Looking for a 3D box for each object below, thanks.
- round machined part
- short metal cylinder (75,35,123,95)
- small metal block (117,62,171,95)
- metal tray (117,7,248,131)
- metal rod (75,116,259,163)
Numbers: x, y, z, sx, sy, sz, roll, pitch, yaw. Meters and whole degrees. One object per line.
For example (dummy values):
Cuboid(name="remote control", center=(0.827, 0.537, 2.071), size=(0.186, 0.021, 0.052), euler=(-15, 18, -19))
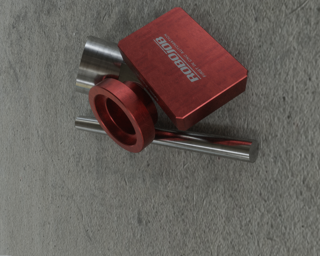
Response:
Cuboid(name="round machined part", center=(-0.041, -0.020, 0.389), size=(0.098, 0.042, 0.097), euler=(35, 148, 26))
Cuboid(name="short metal cylinder", center=(-0.082, -0.082, 0.432), size=(0.080, 0.050, 0.080), euler=(-164, 89, -79))
Cuboid(name="small metal block", center=(-0.019, -0.063, 0.404), size=(0.050, 0.050, 0.025), euler=(30, 109, 36))
Cuboid(name="metal tray", center=(0.023, -0.071, 0.351), size=(0.090, 0.030, 0.130), euler=(-34, 63, -7))
Cuboid(name="metal rod", center=(-0.016, 0.008, 0.420), size=(0.300, 0.025, 0.025), euler=(8, 95, 39))
